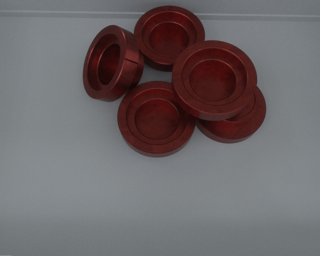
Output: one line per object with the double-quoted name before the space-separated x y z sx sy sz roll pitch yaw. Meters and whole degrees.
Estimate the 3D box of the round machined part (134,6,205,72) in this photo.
"round machined part" 0.013 -0.123 0.446 0.099 0.042 0.098 0 70 -1

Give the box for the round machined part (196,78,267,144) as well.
"round machined part" 0.093 -0.032 0.413 0.099 0.042 0.098 0 70 -1

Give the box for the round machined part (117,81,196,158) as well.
"round machined part" -0.004 -0.009 0.404 0.099 0.042 0.098 0 70 -1

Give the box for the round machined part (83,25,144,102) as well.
"round machined part" -0.058 -0.082 0.411 0.042 0.098 0.098 12 63 -42

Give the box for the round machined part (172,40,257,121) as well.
"round machined part" 0.063 -0.054 0.376 0.099 0.042 0.098 0 70 -1
